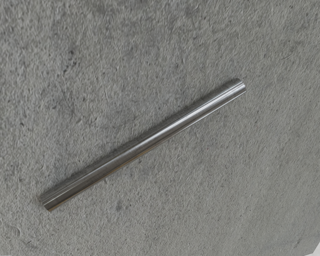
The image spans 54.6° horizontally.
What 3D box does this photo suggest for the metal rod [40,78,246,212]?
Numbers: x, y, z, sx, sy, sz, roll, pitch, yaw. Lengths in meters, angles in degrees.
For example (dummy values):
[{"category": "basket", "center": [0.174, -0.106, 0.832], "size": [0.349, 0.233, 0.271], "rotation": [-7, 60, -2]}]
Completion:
[{"category": "metal rod", "center": [-0.015, 0.018, 0.411], "size": [0.301, 0.025, 0.025], "rotation": [-31, 129, -8]}]
